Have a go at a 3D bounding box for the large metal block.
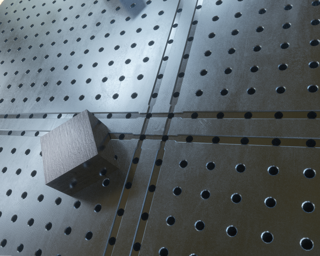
[{"bbox_3d":[-0.113,0.034,0.428,0.080,0.050,0.080,-30,52,8],"label":"large metal block"}]
